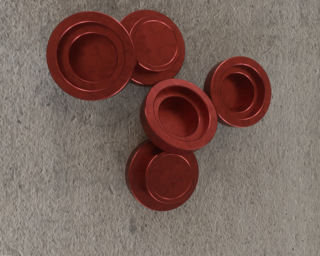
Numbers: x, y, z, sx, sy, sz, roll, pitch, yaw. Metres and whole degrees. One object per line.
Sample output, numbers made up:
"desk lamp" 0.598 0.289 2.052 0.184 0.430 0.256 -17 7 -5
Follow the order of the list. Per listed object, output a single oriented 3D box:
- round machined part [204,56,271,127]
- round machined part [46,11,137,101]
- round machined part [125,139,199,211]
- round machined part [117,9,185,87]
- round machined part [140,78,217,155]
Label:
"round machined part" 0.105 -0.050 0.441 0.099 0.042 0.097 0 90 -21
"round machined part" -0.076 -0.081 0.362 0.099 0.042 0.097 0 97 1
"round machined part" 0.008 0.060 0.405 0.099 0.042 0.097 0 90 -21
"round machined part" -0.012 -0.103 0.397 0.099 0.042 0.097 0 90 -21
"round machined part" 0.021 -0.011 0.399 0.099 0.042 0.098 9 64 -19
